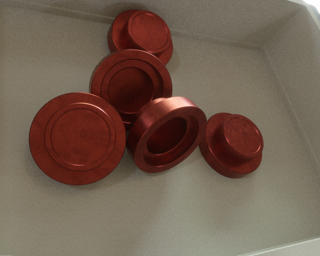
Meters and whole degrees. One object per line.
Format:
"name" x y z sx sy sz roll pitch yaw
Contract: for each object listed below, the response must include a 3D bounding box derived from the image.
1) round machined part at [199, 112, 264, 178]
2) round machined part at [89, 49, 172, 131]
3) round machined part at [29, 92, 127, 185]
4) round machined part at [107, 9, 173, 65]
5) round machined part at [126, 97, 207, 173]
"round machined part" 0.108 0.019 0.443 0.099 0.042 0.098 14 56 -21
"round machined part" -0.038 -0.048 0.383 0.099 0.042 0.097 -5 107 -18
"round machined part" -0.083 0.010 0.322 0.099 0.042 0.097 2 84 -18
"round machined part" -0.023 -0.130 0.451 0.099 0.042 0.098 9 70 -26
"round machined part" 0.003 0.003 0.366 0.099 0.097 0.042 -12 44 -33
